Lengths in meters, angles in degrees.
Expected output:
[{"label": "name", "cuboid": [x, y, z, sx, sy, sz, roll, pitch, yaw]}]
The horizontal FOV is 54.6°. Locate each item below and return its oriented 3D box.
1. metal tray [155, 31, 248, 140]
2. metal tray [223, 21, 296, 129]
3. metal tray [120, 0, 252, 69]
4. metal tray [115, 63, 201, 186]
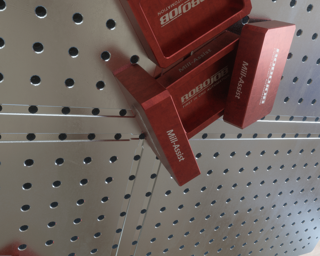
[{"label": "metal tray", "cuboid": [0.061, -0.053, 0.407, 0.130, 0.030, 0.090, -35, 129, -5]}, {"label": "metal tray", "cuboid": [0.131, -0.072, 0.412, 0.091, 0.030, 0.129, -23, 130, -43]}, {"label": "metal tray", "cuboid": [0.032, -0.137, 0.339, 0.130, 0.030, 0.090, -34, 129, -6]}, {"label": "metal tray", "cuboid": [-0.001, -0.002, 0.366, 0.030, 0.090, 0.130, -31, 129, -8]}]
